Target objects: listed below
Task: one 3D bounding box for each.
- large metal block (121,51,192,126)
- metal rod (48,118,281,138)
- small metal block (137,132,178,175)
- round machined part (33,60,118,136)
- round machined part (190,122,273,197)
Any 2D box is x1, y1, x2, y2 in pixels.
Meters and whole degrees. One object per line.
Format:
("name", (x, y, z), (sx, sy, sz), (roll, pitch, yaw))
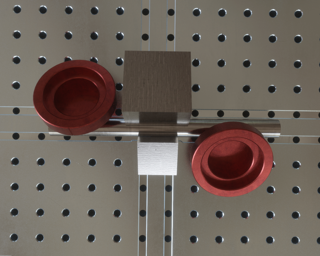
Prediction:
("large metal block", (-0.003, -0.049, 0.389), (0.081, 0.050, 0.080), (1, 72, 0))
("metal rod", (0.006, 0.000, 0.414), (0.302, 0.025, 0.025), (1, 90, 0))
("small metal block", (-0.003, 0.034, 0.403), (0.050, 0.025, 0.050), (1, 119, 0))
("round machined part", (-0.103, -0.034, 0.391), (0.099, 0.042, 0.098), (0, 64, 0))
("round machined part", (0.088, 0.036, 0.393), (0.099, 0.042, 0.097), (0, 115, 0))
